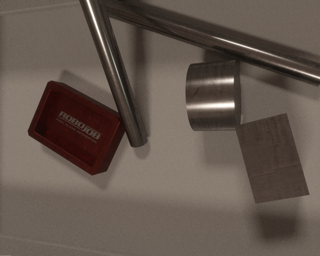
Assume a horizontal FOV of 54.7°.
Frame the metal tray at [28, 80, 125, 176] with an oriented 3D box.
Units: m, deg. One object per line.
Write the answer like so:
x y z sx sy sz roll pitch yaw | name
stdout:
-0.120 -0.002 0.448 0.130 0.030 0.090 28 99 17 | metal tray

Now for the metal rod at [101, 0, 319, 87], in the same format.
0.051 -0.115 0.392 0.301 0.025 0.025 24 98 18 | metal rod

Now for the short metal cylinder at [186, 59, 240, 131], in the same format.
0.064 -0.037 0.358 0.050 0.080 0.079 -1 90 20 | short metal cylinder

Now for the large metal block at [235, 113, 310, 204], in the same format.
0.121 0.030 0.338 0.050 0.080 0.080 -15 85 19 | large metal block

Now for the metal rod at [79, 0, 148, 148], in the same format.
-0.065 -0.107 0.353 0.025 0.025 0.298 -6 119 20 | metal rod
